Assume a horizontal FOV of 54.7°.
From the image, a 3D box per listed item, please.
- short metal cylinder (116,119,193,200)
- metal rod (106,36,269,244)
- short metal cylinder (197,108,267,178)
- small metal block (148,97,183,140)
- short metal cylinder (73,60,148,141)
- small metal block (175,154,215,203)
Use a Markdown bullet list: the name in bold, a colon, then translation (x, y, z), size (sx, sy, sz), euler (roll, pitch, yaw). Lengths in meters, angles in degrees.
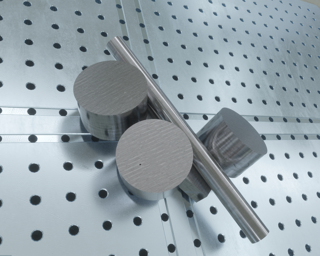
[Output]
- **short metal cylinder**: translation (-0.007, 0.036, 0.344), size (0.081, 0.050, 0.080), euler (1, 68, -3)
- **metal rod**: translation (0.027, 0.006, 0.382), size (0.025, 0.025, 0.299), euler (-29, 77, -37)
- **short metal cylinder**: translation (0.094, 0.019, 0.410), size (0.080, 0.050, 0.080), euler (32, 29, -20)
- **small metal block**: translation (-0.005, -0.011, 0.408), size (0.050, 0.025, 0.050), euler (40, 51, -1)
- **short metal cylinder**: translation (-0.055, -0.032, 0.360), size (0.081, 0.050, 0.080), euler (2, 56, -2)
- **small metal block**: translation (0.045, 0.057, 0.393), size (0.050, 0.025, 0.050), euler (42, 51, 1)
